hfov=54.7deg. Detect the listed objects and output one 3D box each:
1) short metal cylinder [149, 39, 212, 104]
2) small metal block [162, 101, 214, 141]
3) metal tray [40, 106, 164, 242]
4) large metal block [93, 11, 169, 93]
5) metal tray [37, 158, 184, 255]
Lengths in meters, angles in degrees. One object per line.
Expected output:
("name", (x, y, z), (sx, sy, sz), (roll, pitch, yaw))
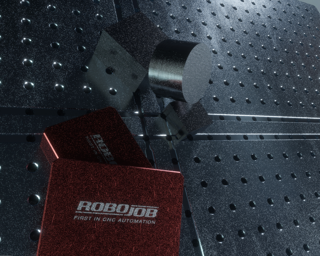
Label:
("short metal cylinder", (0.029, -0.077, 0.417), (0.050, 0.079, 0.080), (17, 43, 30))
("small metal block", (0.039, -0.015, 0.441), (0.050, 0.025, 0.050), (-21, 73, -36))
("metal tray", (-0.061, 0.046, 0.345), (0.091, 0.030, 0.130), (-24, 75, -37))
("large metal block", (-0.032, -0.110, 0.443), (0.080, 0.050, 0.080), (44, 51, 2))
("metal tray", (-0.044, 0.082, 0.304), (0.131, 0.030, 0.090), (9, 76, -19))
